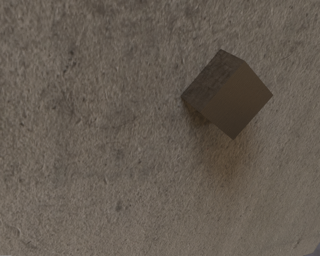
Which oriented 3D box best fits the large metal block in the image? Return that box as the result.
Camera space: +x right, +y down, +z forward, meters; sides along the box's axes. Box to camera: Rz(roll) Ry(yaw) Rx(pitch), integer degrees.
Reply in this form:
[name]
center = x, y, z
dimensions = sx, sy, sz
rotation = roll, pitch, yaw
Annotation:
[large metal block]
center = 0.089, -0.043, 0.412
dimensions = 0.080, 0.050, 0.080
rotation = 35, 99, -39
